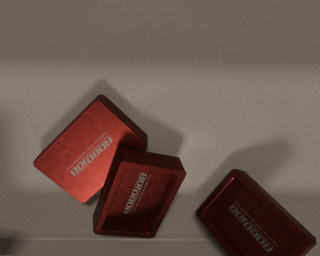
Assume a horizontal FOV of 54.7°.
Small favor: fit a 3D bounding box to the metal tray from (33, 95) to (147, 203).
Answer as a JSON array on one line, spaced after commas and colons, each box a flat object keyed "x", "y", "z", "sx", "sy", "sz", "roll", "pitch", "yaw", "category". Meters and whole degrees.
[{"x": -0.092, "y": 0.030, "z": 0.419, "sx": 0.130, "sy": 0.030, "sz": 0.090, "roll": -42, "pitch": 105, "yaw": 13, "category": "metal tray"}]

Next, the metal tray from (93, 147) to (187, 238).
[{"x": -0.031, "y": 0.093, "z": 0.421, "sx": 0.091, "sy": 0.030, "sz": 0.129, "roll": 12, "pitch": 118, "yaw": -21, "category": "metal tray"}]

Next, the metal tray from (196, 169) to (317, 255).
[{"x": 0.120, "y": 0.129, "z": 0.407, "sx": 0.090, "sy": 0.130, "sz": 0.030, "roll": -53, "pitch": 142, "yaw": 12, "category": "metal tray"}]
